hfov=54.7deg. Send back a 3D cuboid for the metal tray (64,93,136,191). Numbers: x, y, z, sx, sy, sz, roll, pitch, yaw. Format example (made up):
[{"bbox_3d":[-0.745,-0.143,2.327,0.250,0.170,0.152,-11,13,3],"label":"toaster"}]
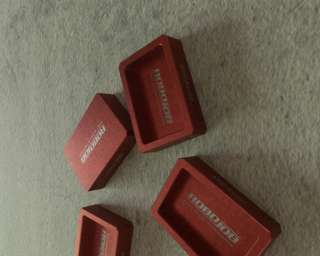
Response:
[{"bbox_3d":[-0.092,0.022,0.475,0.090,0.030,0.129,51,120,27],"label":"metal tray"}]

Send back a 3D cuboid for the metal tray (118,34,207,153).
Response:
[{"bbox_3d":[-0.001,-0.041,0.400,0.090,0.030,0.129,-24,75,37],"label":"metal tray"}]

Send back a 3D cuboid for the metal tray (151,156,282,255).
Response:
[{"bbox_3d":[0.056,0.104,0.353,0.130,0.030,0.089,40,114,32],"label":"metal tray"}]

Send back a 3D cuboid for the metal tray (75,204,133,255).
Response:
[{"bbox_3d":[-0.090,0.194,0.472,0.090,0.030,0.129,13,98,39],"label":"metal tray"}]
